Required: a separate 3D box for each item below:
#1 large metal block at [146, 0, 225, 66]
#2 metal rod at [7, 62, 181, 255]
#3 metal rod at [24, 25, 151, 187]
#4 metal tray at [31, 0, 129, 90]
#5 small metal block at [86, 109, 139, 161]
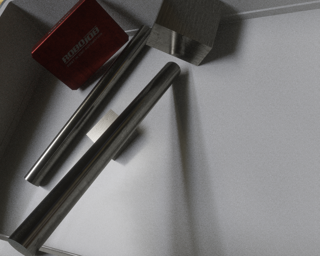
[{"bbox_3d":[0.035,-0.146,0.433,0.080,0.050,0.080,21,68,-9],"label":"large metal block"},{"bbox_3d":[-0.047,0.006,0.349,0.025,0.025,0.301,5,40,30],"label":"metal rod"},{"bbox_3d":[-0.104,-0.042,0.483,0.025,0.025,0.300,26,75,36],"label":"metal rod"},{"bbox_3d":[-0.127,-0.135,0.499,0.130,0.090,0.030,-42,35,7],"label":"metal tray"},{"bbox_3d":[-0.067,0.009,0.434,0.050,0.025,0.050,-47,52,-5],"label":"small metal block"}]
